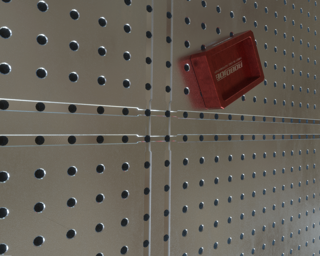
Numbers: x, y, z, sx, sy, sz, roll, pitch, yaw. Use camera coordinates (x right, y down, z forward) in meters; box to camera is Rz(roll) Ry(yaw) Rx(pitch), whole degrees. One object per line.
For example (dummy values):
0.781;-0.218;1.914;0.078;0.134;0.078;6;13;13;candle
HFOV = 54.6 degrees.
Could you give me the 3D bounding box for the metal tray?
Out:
0.113;-0.095;0.498;0.131;0.030;0.090;-32;110;-35;metal tray
